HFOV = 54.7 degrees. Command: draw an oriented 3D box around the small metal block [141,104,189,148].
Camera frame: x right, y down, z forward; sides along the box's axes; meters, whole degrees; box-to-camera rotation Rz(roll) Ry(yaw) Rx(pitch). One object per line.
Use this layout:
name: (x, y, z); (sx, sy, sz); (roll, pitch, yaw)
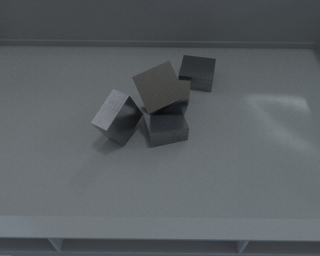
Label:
small metal block: (0.006, -0.006, 0.410); (0.050, 0.025, 0.050); (-11, 51, -10)

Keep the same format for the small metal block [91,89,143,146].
small metal block: (-0.052, -0.012, 0.388); (0.025, 0.050, 0.050); (24, 74, 26)

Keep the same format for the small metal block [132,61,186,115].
small metal block: (-0.001, -0.049, 0.391); (0.050, 0.025, 0.050); (-24, 86, 2)

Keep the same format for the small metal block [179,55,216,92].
small metal block: (0.057, -0.084, 0.476); (0.050, 0.025, 0.050); (8, 51, 7)

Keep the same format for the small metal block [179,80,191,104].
small metal block: (0.016, -0.050, 0.427); (0.050, 0.050, 0.025); (5, 87, 4)
